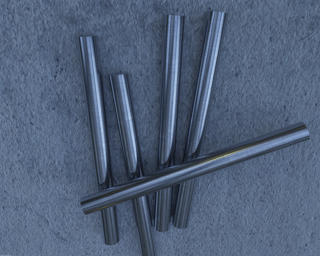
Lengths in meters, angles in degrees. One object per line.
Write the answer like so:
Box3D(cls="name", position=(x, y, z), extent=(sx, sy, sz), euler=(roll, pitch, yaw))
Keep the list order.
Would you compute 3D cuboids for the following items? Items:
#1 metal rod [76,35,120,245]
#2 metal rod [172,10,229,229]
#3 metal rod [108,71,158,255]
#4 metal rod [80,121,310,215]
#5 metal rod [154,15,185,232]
Box3D(cls="metal rod", position=(-0.080, 0.030, 0.419), extent=(0.025, 0.025, 0.298), euler=(-2, 110, 1))
Box3D(cls="metal rod", position=(0.049, 0.004, 0.411), extent=(0.025, 0.025, 0.298), euler=(7, 110, -3))
Box3D(cls="metal rod", position=(-0.033, 0.071, 0.435), extent=(0.025, 0.025, 0.298), euler=(-7, 110, 2))
Box3D(cls="metal rod", position=(0.039, 0.054, 0.402), extent=(0.301, 0.025, 0.025), euler=(-20, 109, 6))
Box3D(cls="metal rod", position=(0.010, 0.008, 0.412), extent=(0.025, 0.025, 0.298), euler=(2, 110, -1))
